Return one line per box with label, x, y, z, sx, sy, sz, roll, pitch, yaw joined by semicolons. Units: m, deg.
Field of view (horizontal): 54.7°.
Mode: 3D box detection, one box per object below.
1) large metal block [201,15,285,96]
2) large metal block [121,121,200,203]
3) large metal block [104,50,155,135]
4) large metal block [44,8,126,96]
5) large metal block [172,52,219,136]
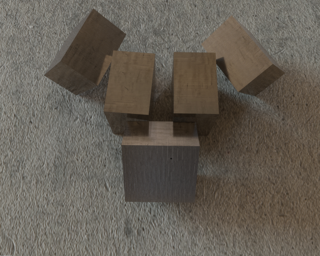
large metal block;0.111;-0.091;0.408;0.050;0.080;0.080;-41;71;25
large metal block;0.001;0.039;0.359;0.081;0.079;0.050;1;31;0
large metal block;-0.034;-0.040;0.395;0.050;0.080;0.080;5;70;1
large metal block;-0.099;-0.095;0.404;0.050;0.080;0.080;34;69;-27
large metal block;0.041;-0.040;0.395;0.050;0.080;0.080;1;70;0
